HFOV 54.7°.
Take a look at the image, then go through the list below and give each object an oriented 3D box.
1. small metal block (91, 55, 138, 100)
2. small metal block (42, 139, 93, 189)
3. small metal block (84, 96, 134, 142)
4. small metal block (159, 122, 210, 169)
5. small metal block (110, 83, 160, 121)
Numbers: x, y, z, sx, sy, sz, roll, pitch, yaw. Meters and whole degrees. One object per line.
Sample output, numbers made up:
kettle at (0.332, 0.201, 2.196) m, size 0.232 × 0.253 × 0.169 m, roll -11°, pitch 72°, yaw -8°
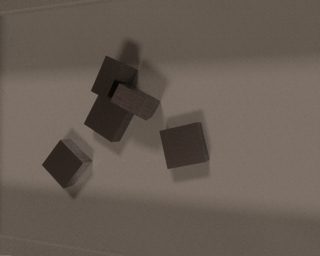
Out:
small metal block at (-0.060, -0.065, 0.417) m, size 0.025 × 0.050 × 0.050 m, roll 28°, pitch 99°, yaw 18°
small metal block at (-0.137, 0.052, 0.457) m, size 0.050 × 0.025 × 0.050 m, roll 42°, pitch 103°, yaw 14°
small metal block at (-0.070, -0.015, 0.434) m, size 0.050 × 0.025 × 0.050 m, roll 32°, pitch 100°, yaw 17°
small metal block at (0.032, 0.023, 0.399) m, size 0.050 × 0.025 × 0.050 m, roll -13°, pitch 86°, yaw 19°
small metal block at (-0.030, -0.035, 0.401) m, size 0.050 × 0.050 × 0.025 m, roll 28°, pitch 100°, yaw 2°
